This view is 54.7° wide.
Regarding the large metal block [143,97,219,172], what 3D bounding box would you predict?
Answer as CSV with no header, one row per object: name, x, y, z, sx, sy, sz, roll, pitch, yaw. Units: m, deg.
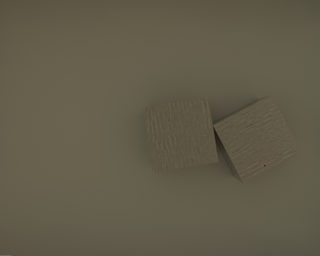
large metal block,0.025,0.008,0.399,0.080,0.050,0.080,-9,90,0

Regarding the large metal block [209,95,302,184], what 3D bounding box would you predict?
large metal block,0.118,0.013,0.400,0.080,0.050,0.080,-27,90,0
